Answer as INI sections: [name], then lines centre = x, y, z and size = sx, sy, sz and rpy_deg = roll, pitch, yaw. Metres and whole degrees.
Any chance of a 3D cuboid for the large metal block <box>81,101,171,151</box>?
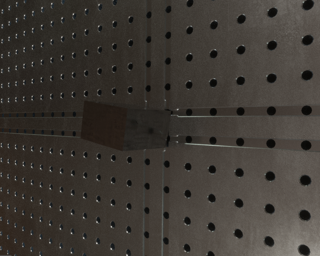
[large metal block]
centre = -0.045, -0.005, 0.408
size = 0.080, 0.081, 0.050
rpy_deg = 12, 98, 39
